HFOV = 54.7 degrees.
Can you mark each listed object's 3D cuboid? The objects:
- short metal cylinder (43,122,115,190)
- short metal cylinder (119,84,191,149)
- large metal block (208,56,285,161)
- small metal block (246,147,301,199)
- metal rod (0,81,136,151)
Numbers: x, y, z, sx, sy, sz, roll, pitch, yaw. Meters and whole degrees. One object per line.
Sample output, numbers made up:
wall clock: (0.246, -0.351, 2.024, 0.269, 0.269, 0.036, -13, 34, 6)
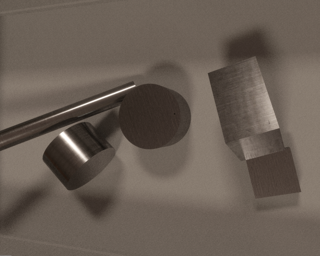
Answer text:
short metal cylinder: (-0.108, 0.038, 0.418, 0.050, 0.080, 0.080, 45, 104, 14)
short metal cylinder: (-0.005, -0.014, 0.398, 0.080, 0.050, 0.079, 0, 90, 19)
large metal block: (0.095, -0.016, 0.336, 0.050, 0.080, 0.080, -18, 65, 19)
small metal block: (0.132, 0.052, 0.364, 0.050, 0.025, 0.050, -14, 86, 19)
metal rod: (-0.172, 0.002, 0.410, 0.302, 0.025, 0.025, -21, 82, -5)
